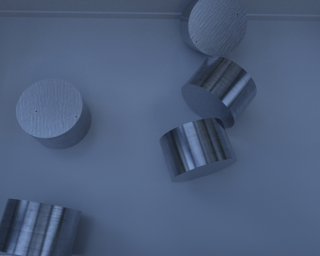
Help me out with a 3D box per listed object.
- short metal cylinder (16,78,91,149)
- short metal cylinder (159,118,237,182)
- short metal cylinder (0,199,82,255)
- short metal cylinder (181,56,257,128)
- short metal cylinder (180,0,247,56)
[{"bbox_3d":[-0.135,-0.017,0.402,0.081,0.050,0.080,0,70,0],"label":"short metal cylinder"},{"bbox_3d":[0.045,0.028,0.370,0.081,0.080,0.050,-16,71,-6],"label":"short metal cylinder"},{"bbox_3d":[-0.132,0.110,0.339,0.080,0.080,0.050,8,70,3],"label":"short metal cylinder"},{"bbox_3d":[0.075,-0.045,0.397,0.080,0.080,0.050,37,74,12],"label":"short metal cylinder"},{"bbox_3d":[0.072,-0.142,0.428,0.081,0.050,0.079,-3,108,-9],"label":"short metal cylinder"}]
